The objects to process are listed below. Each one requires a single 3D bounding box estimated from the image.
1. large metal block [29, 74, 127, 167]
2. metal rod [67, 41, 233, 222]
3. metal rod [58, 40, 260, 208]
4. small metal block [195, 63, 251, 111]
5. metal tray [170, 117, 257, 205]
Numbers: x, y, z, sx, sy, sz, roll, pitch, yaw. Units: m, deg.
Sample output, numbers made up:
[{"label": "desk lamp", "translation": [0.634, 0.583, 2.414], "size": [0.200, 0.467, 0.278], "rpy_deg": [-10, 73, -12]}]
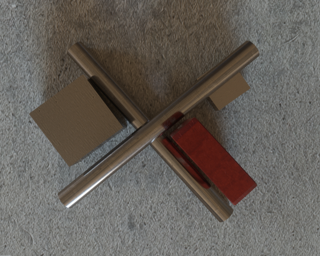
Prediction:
[{"label": "large metal block", "translation": [-0.101, -0.009, 0.396], "size": [0.080, 0.050, 0.080], "rpy_deg": [-37, 90, 0]}, {"label": "metal rod", "translation": [-0.012, 0.006, 0.411], "size": [0.025, 0.025, 0.300], "rpy_deg": [-42, 91, 0]}, {"label": "metal rod", "translation": [-0.001, -0.005, 0.386], "size": [0.300, 0.025, 0.025], "rpy_deg": [-39, 91, -1]}, {"label": "small metal block", "translation": [0.082, -0.057, 0.412], "size": [0.050, 0.025, 0.050], "rpy_deg": [-35, 90, 0]}, {"label": "metal tray", "translation": [0.053, 0.032, 0.359], "size": [0.030, 0.130, 0.090], "rpy_deg": [-43, 90, 1]}]
